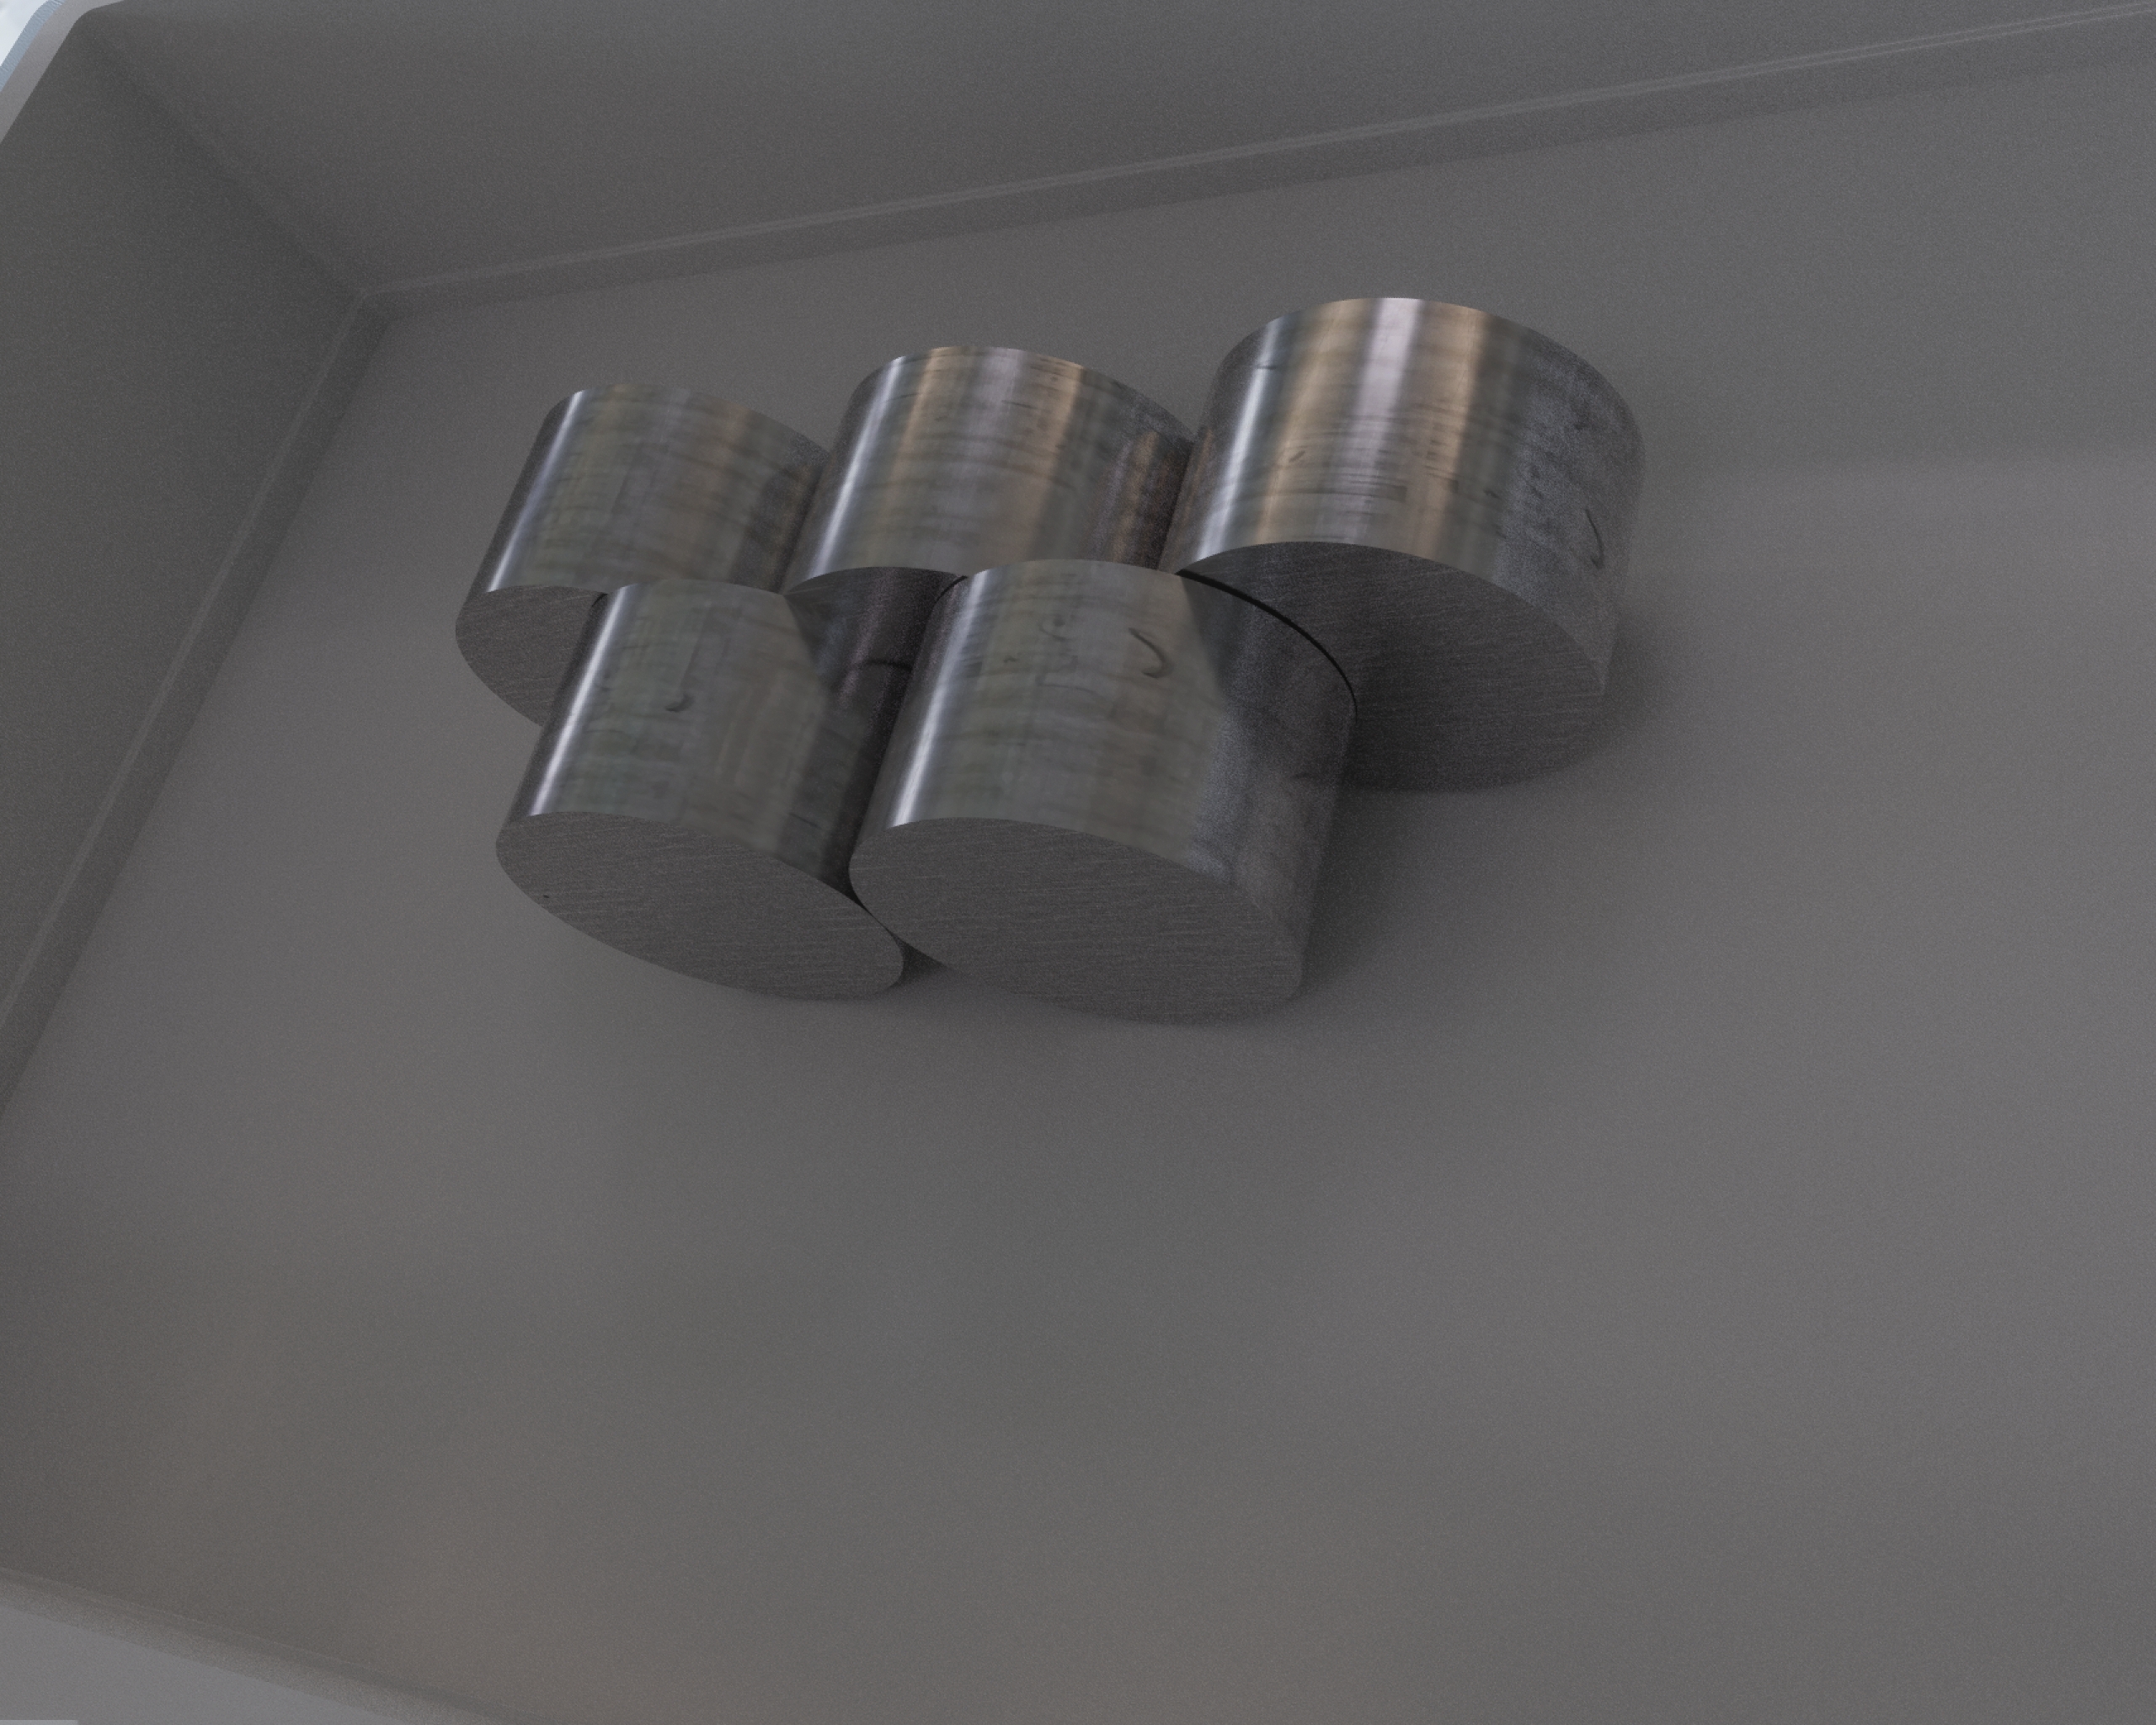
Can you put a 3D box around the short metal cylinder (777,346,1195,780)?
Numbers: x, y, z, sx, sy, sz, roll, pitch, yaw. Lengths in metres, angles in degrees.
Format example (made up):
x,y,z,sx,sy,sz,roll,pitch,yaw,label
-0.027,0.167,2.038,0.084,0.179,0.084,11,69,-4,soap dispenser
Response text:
x,y,z,sx,sy,sz,roll,pitch,yaw,label
-0.014,-0.055,0.410,0.080,0.080,0.050,1,62,28,short metal cylinder

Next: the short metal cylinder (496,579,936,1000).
x,y,z,sx,sy,sz,roll,pitch,yaw,label
-0.066,-0.012,0.411,0.080,0.080,0.050,1,62,28,short metal cylinder

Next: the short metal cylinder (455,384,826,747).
x,y,z,sx,sy,sz,roll,pitch,yaw,label
-0.085,-0.057,0.449,0.080,0.080,0.050,1,62,28,short metal cylinder

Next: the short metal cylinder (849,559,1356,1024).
x,y,z,sx,sy,sz,roll,pitch,yaw,label
0.005,-0.010,0.372,0.080,0.080,0.050,1,62,28,short metal cylinder

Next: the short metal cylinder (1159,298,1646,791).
x,y,z,sx,sy,sz,roll,pitch,yaw,label
0.056,-0.054,0.372,0.080,0.080,0.050,2,63,29,short metal cylinder
